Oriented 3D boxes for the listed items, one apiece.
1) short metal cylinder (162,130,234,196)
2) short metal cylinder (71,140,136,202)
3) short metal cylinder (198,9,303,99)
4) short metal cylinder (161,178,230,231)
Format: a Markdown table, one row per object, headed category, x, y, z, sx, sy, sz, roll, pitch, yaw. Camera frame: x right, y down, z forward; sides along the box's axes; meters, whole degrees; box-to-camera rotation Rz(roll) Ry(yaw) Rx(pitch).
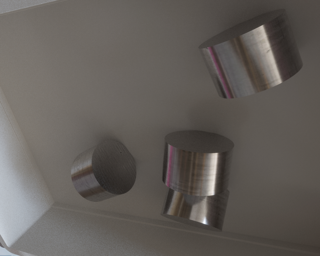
| category | x | y | z | sx | sy | sz | roll | pitch | yaw |
| --- | --- | --- | --- | --- | --- | --- | --- | --- | --- |
| short metal cylinder | 0.044 | 0.038 | 0.367 | 0.080 | 0.080 | 0.050 | 11 | 108 | 22 |
| short metal cylinder | -0.082 | 0.064 | 0.456 | 0.050 | 0.080 | 0.080 | -26 | 104 | 37 |
| short metal cylinder | 0.083 | -0.068 | 0.287 | 0.080 | 0.080 | 0.050 | -14 | 111 | 34 |
| short metal cylinder | 0.046 | 0.099 | 0.405 | 0.080 | 0.050 | 0.080 | 15 | 160 | 6 |
